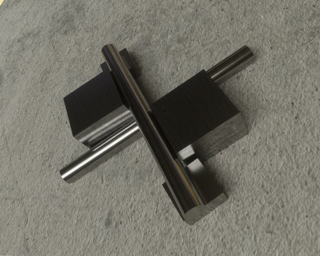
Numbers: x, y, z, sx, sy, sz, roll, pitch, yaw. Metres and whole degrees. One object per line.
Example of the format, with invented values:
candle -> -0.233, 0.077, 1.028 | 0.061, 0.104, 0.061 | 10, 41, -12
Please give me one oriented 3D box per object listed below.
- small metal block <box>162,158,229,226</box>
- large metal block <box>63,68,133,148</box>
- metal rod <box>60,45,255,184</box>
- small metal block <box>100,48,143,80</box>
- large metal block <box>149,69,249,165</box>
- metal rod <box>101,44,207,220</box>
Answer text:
small metal block -> 0.038, 0.071, 0.343 | 0.050, 0.025, 0.050 | -37, 51, 3
large metal block -> -0.084, -0.026, 0.447 | 0.080, 0.050, 0.080 | -32, 52, 7
metal rod -> -0.007, -0.015, 0.419 | 0.300, 0.025, 0.025 | -34, 52, 6
small metal block -> -0.063, -0.093, 0.496 | 0.050, 0.025, 0.050 | -32, 52, 7
large metal block -> 0.046, -0.010, 0.371 | 0.080, 0.050, 0.080 | -34, 51, 6
metal rod -> -0.023, -0.020, 0.396 | 0.025, 0.025, 0.300 | -34, 51, 6
